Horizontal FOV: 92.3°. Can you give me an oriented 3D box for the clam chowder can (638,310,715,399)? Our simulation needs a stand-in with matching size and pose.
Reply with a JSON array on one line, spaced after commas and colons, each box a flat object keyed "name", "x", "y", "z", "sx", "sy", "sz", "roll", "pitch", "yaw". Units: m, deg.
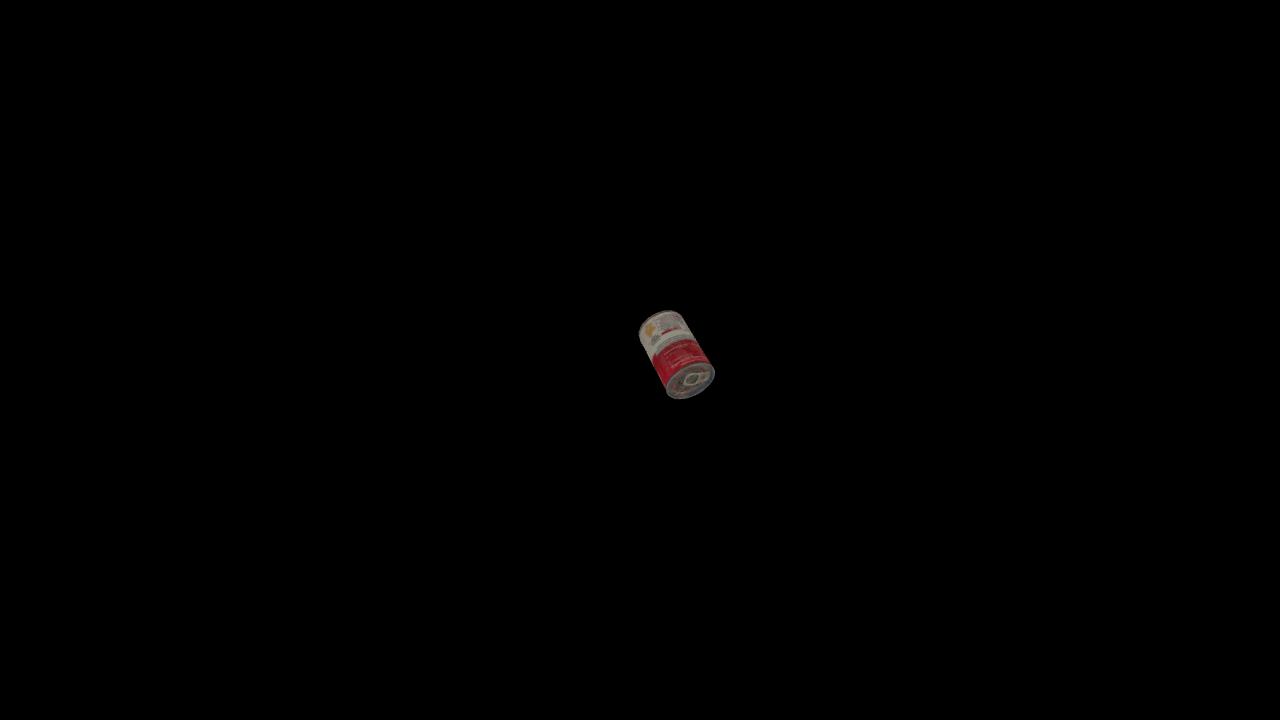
[{"name": "clam chowder can", "x": 0.046, "y": -0.008, "z": 0.805, "sx": 0.068, "sy": 0.102, "sz": 0.068, "roll": -17, "pitch": -37, "yaw": -13}]
